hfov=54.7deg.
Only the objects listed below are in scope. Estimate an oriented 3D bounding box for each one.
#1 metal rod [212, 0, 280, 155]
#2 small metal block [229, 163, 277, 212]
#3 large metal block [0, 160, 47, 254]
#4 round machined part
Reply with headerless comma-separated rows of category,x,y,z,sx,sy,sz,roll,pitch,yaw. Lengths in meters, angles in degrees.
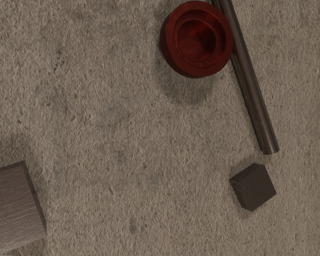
metal rod,0.118,-0.102,0.454,0.025,0.025,0.298,-23,98,-19
small metal block,0.139,0.088,0.462,0.050,0.025,0.050,-29,100,-18
large metal block,-0.175,0.088,0.331,0.081,0.050,0.080,-19,97,-19
round machined part,0.045,-0.115,0.418,0.099,0.042,0.097,0,90,-21
